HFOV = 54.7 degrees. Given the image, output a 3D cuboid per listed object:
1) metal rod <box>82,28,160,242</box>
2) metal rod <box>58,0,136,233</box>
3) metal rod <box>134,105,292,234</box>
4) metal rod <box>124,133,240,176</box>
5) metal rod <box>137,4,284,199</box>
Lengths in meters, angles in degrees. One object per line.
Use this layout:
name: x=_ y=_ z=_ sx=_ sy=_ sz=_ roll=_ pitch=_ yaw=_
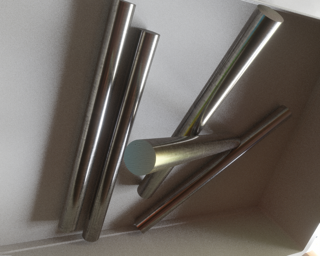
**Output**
metal rod: x=-0.056 y=0.026 z=0.393 sx=0.025 sy=0.025 sz=0.298 roll=5 pitch=116 yaw=-31
metal rod: x=-0.081 y=0.003 z=0.366 sx=0.025 sy=0.025 sz=0.298 roll=5 pitch=116 yaw=-31
metal rod: x=0.086 y=0.064 z=0.494 sx=0.301 sy=0.025 sz=0.025 roll=-38 pitch=129 yaw=-3
metal rod: x=0.050 y=0.020 z=0.349 sx=0.025 sy=0.025 sz=0.301 roll=-58 pitch=159 yaw=14
metal rod: x=0.035 y=0.000 z=0.355 sx=0.025 sy=0.025 sz=0.298 roll=0 pitch=141 yaw=-29
